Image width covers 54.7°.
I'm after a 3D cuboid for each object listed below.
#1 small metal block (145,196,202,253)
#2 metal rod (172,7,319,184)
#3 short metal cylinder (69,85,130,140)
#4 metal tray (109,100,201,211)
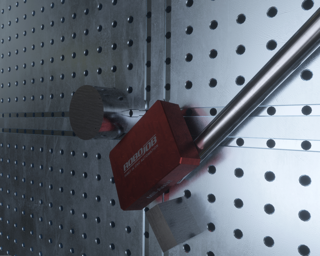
[{"bbox_3d":[0.017,0.116,0.378,0.025,0.050,0.050,-43,65,32],"label":"small metal block"},{"bbox_3d":[0.103,-0.040,0.323,0.298,0.025,0.025,-50,61,28],"label":"metal rod"},{"bbox_3d":[-0.092,-0.022,0.466,0.080,0.050,0.079,0,90,39],"label":"short metal cylinder"},{"bbox_3d":[-0.014,0.038,0.395,0.129,0.030,0.090,-45,50,36],"label":"metal tray"}]
